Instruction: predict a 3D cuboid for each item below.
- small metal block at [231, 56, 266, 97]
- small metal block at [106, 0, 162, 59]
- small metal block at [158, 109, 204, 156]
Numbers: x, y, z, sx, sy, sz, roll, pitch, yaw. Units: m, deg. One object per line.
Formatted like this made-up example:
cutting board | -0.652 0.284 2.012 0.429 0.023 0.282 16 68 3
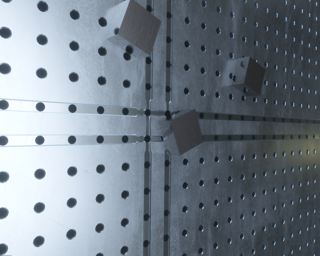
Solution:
small metal block | 0.154 -0.088 0.536 0.050 0.025 0.050 25 75 -37
small metal block | -0.031 -0.121 0.382 0.050 0.025 0.050 27 74 -37
small metal block | 0.030 0.005 0.433 0.050 0.025 0.050 -25 106 -37
